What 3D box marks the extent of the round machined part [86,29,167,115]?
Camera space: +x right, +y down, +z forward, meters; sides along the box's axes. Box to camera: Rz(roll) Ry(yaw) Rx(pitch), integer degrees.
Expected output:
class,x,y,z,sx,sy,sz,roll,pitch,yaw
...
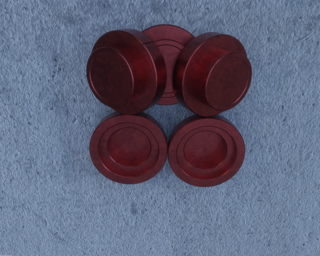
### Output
class,x,y,z,sx,sy,sz,roll,pitch,yaw
round machined part,-0.045,-0.061,0.353,0.098,0.042,0.097,14,118,30

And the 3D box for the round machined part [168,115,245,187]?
class,x,y,z,sx,sy,sz,roll,pitch,yaw
round machined part,0.059,0.026,0.412,0.099,0.042,0.097,0,110,-1

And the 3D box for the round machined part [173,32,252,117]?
class,x,y,z,sx,sy,sz,roll,pitch,yaw
round machined part,0.067,-0.058,0.358,0.099,0.042,0.097,-15,120,-28

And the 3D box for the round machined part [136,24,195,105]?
class,x,y,z,sx,sy,sz,roll,pitch,yaw
round machined part,0.006,-0.074,0.374,0.099,0.042,0.097,0,110,-1

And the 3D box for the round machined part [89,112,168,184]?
class,x,y,z,sx,sy,sz,roll,pitch,yaw
round machined part,-0.040,0.022,0.409,0.099,0.042,0.097,0,110,-1
